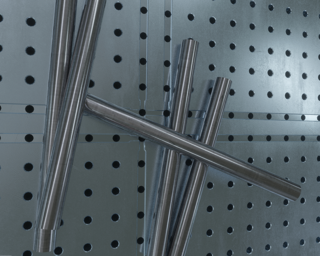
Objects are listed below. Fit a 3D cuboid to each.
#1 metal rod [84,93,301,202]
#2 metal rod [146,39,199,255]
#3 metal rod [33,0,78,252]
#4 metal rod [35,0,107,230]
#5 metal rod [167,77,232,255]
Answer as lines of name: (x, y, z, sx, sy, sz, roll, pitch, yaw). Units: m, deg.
metal rod: (0.044, 0.027, 0.397, 0.301, 0.025, 0.025, 23, 82, -7)
metal rod: (0.018, 0.029, 0.420, 0.025, 0.025, 0.298, 11, 86, -20)
metal rod: (-0.124, -0.008, 0.367, 0.025, 0.025, 0.298, 5, 88, -20)
metal rod: (-0.097, -0.039, 0.357, 0.025, 0.025, 0.299, 13, 78, -20)
metal rod: (0.050, 0.073, 0.432, 0.025, 0.025, 0.299, 18, 84, -20)
